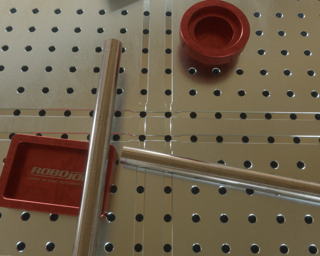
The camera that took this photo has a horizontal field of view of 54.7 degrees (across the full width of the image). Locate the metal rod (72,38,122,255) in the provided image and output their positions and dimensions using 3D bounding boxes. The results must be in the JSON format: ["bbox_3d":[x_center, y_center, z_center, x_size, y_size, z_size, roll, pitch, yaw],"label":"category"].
[{"bbox_3d":[-0.073,0.026,0.368,0.025,0.025,0.299,4,70,1],"label":"metal rod"}]

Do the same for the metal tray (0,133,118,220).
[{"bbox_3d":[-0.125,0.060,0.385,0.131,0.030,0.090,7,70,2],"label":"metal tray"}]

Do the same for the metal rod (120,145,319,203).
[{"bbox_3d":[0.100,0.062,0.390,0.302,0.025,0.025,11,70,3],"label":"metal rod"}]

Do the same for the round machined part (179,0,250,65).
[{"bbox_3d":[0.077,-0.134,0.453,0.099,0.042,0.098,0,70,-1],"label":"round machined part"}]
